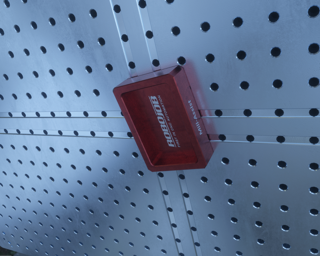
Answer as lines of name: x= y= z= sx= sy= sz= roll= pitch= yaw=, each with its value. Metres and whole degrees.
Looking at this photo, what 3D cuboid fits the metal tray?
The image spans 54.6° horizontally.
metal tray: x=0.005 y=-0.006 z=0.401 sx=0.090 sy=0.030 sz=0.129 roll=-9 pitch=114 yaw=32
